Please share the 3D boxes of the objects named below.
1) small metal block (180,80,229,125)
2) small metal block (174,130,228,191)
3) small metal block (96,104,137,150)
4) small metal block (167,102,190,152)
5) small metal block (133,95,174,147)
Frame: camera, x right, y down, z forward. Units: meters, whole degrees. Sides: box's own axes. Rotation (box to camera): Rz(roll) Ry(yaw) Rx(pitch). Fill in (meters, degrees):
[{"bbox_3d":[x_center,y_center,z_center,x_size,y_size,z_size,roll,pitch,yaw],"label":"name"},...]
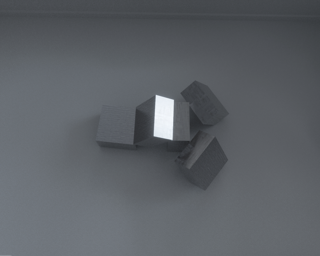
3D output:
[{"bbox_3d":[0.059,-0.032,0.404,0.025,0.050,0.050,-40,73,20],"label":"small metal block"},{"bbox_3d":[0.052,0.040,0.378,0.025,0.050,0.050,23,67,45],"label":"small metal block"},{"bbox_3d":[-0.053,-0.001,0.406,0.050,0.025,0.050,6,70,2],"label":"small metal block"},{"bbox_3d":[0.023,0.000,0.395,0.025,0.050,0.050,1,70,0],"label":"small metal block"},{"bbox_3d":[-0.008,-0.007,0.378,0.025,0.050,0.050,13,70,-29],"label":"small metal block"}]
